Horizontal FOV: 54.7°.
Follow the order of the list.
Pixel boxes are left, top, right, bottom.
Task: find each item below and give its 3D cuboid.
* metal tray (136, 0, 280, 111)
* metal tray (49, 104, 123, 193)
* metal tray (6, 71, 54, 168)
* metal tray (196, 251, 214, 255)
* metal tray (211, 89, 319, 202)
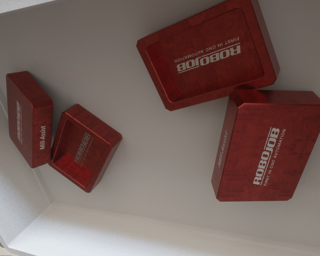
[{"bbox_3d":[0.049,-0.076,0.332,0.130,0.030,0.090,-13,112,33],"label":"metal tray"},{"bbox_3d":[-0.123,0.036,0.492,0.090,0.030,0.129,35,129,4],"label":"metal tray"},{"bbox_3d":[-0.205,-0.011,0.486,0.090,0.030,0.129,42,133,29],"label":"metal tray"},{"bbox_3d":[0.099,0.275,0.525,0.130,0.030,0.089,39,129,1],"label":"metal tray"},{"bbox_3d":[0.112,0.023,0.335,0.091,0.030,0.129,1,124,-6],"label":"metal tray"}]
